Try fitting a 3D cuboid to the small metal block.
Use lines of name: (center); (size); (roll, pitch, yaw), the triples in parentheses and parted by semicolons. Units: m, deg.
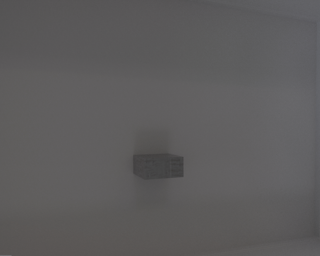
small metal block: (-0.003, 0.048, 0.396); (0.050, 0.050, 0.025); (-1, 91, -20)
